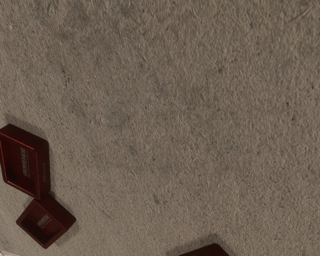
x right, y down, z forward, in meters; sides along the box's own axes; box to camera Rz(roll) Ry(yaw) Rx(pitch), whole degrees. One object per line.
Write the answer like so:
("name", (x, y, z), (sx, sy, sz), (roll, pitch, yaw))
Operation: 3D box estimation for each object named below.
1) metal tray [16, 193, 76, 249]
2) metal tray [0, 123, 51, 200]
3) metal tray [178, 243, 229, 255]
("metal tray", (-0.241, 0.195, 0.647), (0.090, 0.030, 0.129), (44, 129, -3))
("metal tray", (-0.250, 0.065, 0.571), (0.090, 0.030, 0.129), (22, 127, 14))
("metal tray", (0.073, 0.250, 0.518), (0.090, 0.030, 0.129), (47, 129, -6))
